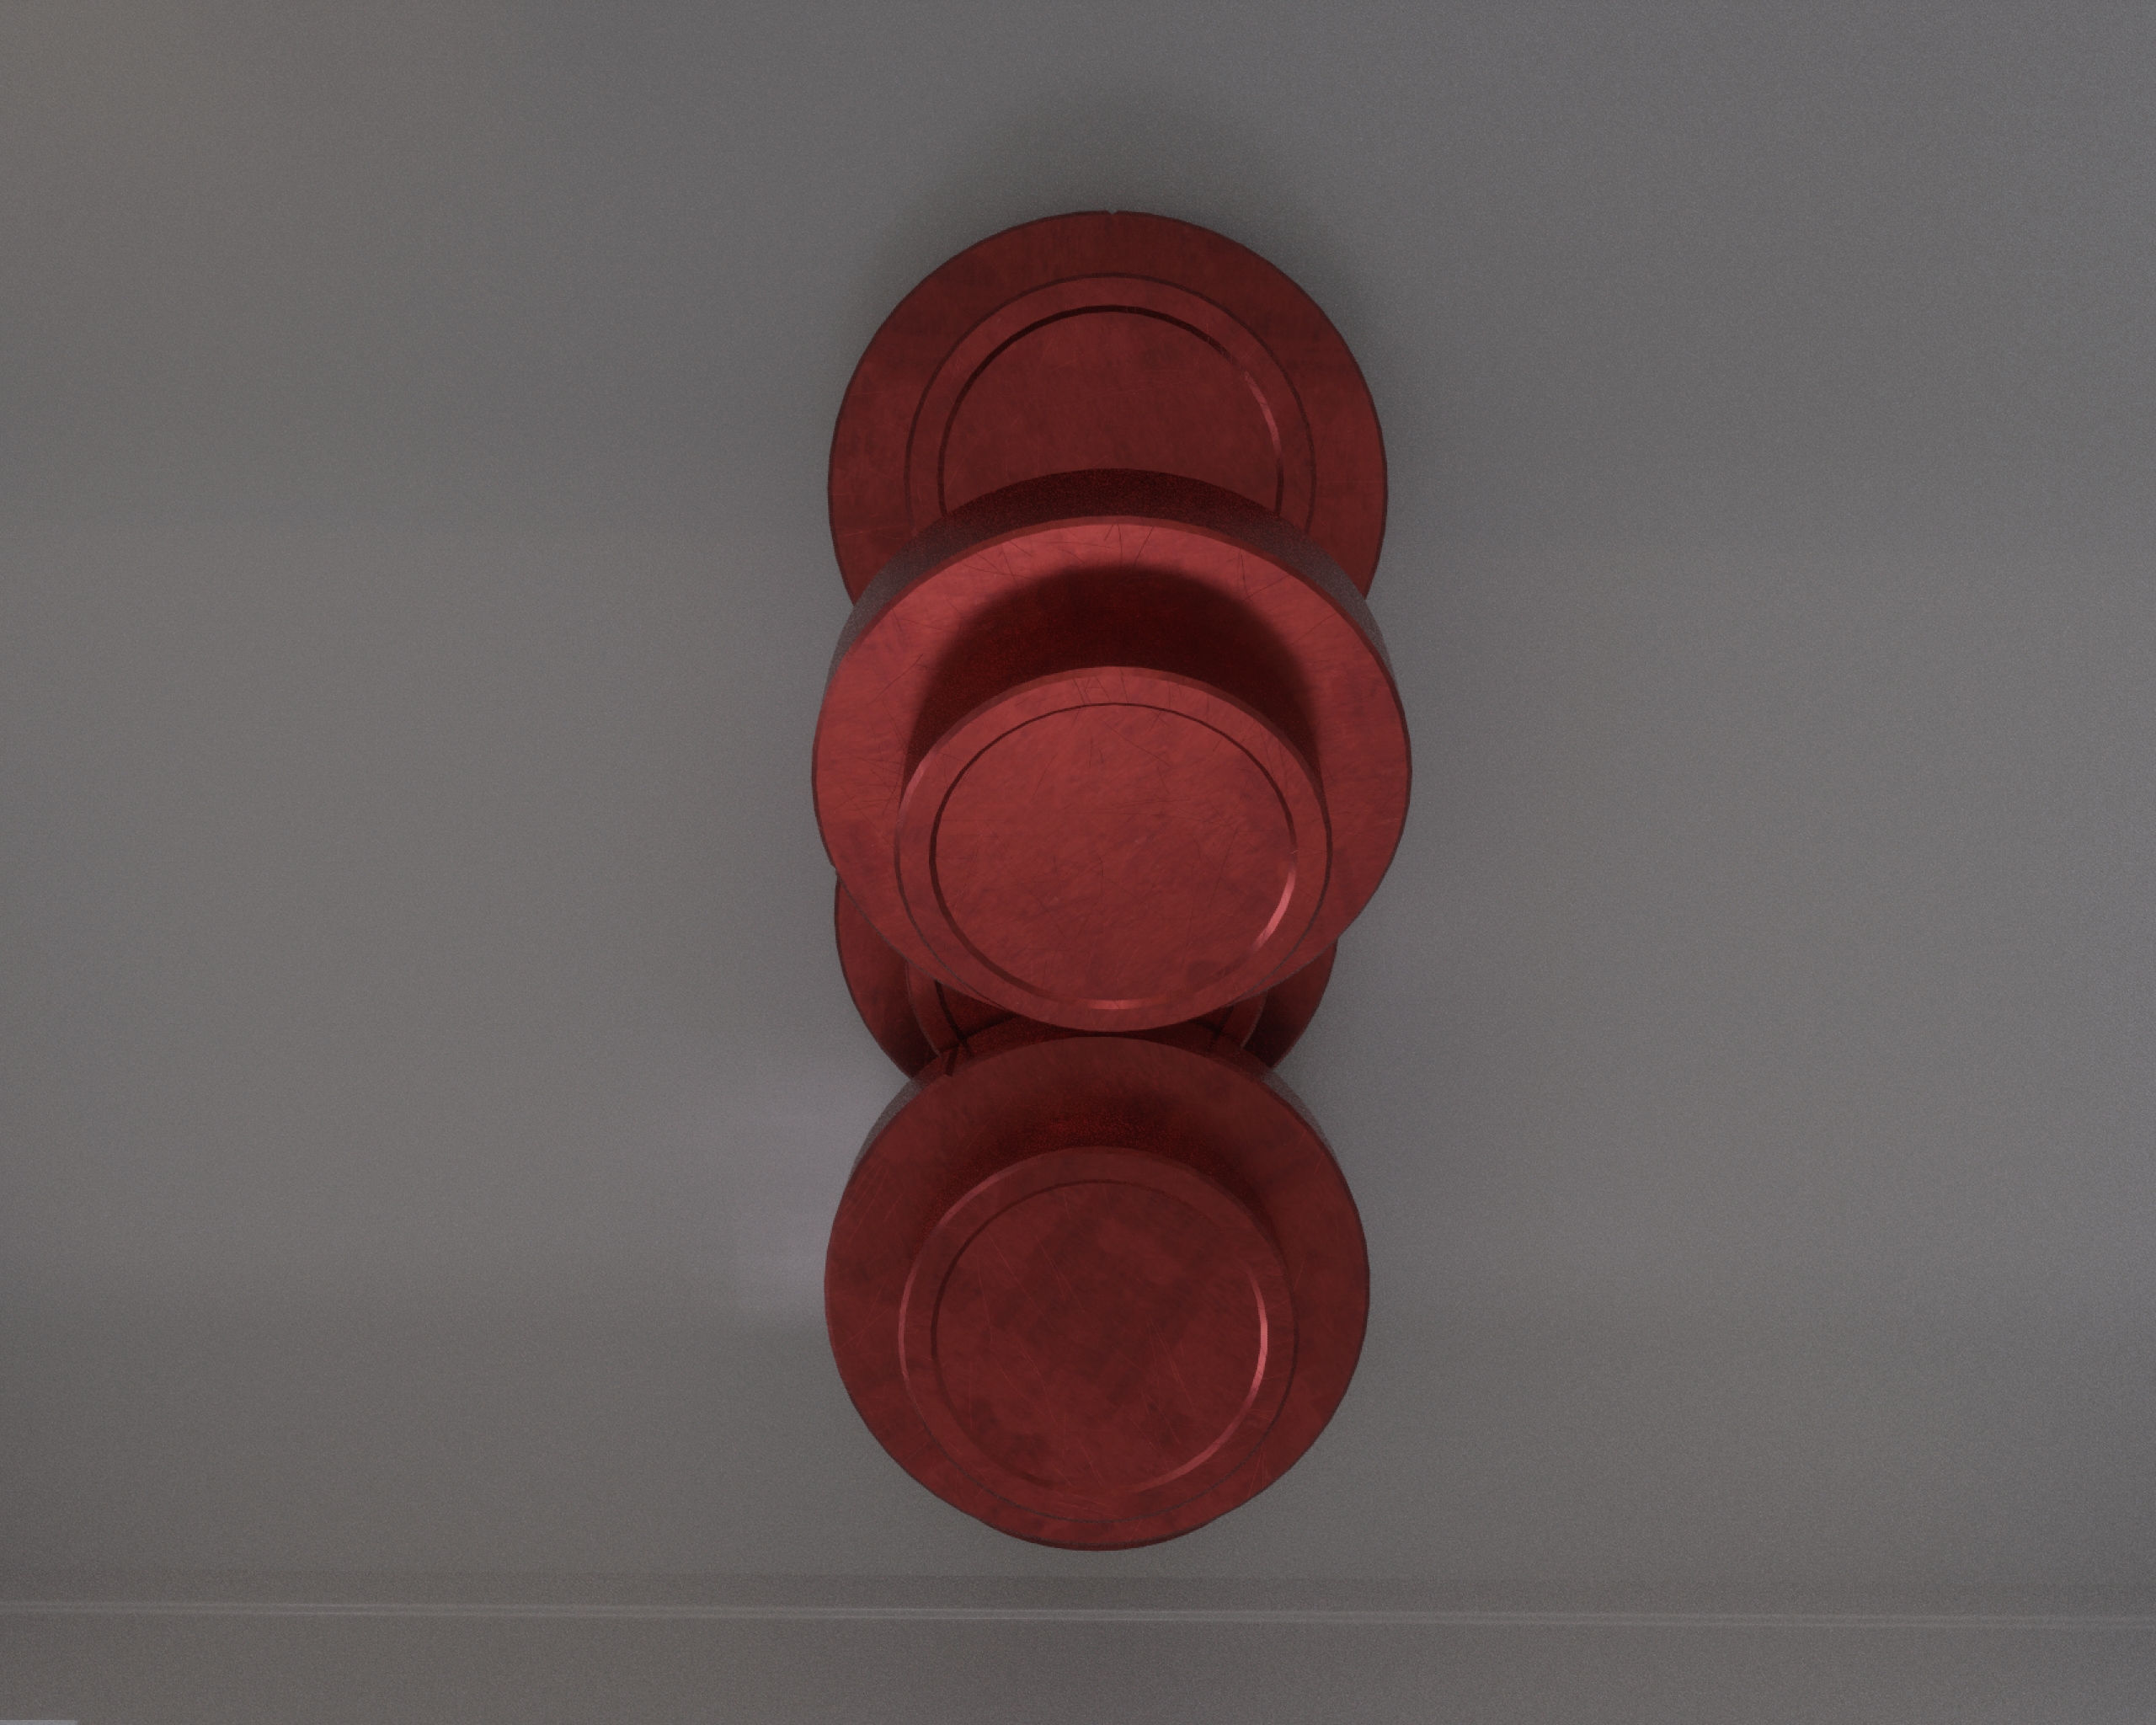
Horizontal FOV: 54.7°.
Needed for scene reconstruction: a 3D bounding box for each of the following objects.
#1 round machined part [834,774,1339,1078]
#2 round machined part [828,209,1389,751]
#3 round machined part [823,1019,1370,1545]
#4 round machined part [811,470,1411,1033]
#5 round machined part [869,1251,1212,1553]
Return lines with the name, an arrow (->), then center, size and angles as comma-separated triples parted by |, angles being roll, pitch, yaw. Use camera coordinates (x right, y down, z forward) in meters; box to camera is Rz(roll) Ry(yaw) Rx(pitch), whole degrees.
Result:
round machined part -> 0.002, 0.012, 0.405 | 0.099, 0.042, 0.097 | 0, 109, 0
round machined part -> 0.005, -0.065, 0.365 | 0.099, 0.042, 0.097 | 0, 94, -1
round machined part -> 0.004, 0.078, 0.375 | 0.099, 0.042, 0.097 | 0, 99, -1
round machined part -> 0.005, -0.011, 0.342 | 0.099, 0.042, 0.097 | 0, 123, 0
round machined part -> 0.004, 0.102, 0.424 | 0.099, 0.042, 0.097 | 0, 125, 0
